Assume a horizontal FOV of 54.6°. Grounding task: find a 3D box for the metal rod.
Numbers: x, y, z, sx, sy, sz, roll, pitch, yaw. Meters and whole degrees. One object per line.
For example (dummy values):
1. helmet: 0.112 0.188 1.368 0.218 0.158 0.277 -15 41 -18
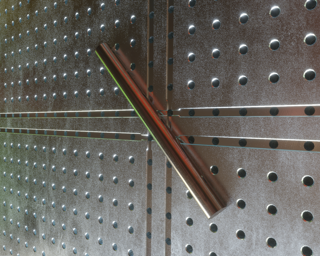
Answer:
1. metal rod: -0.012 -0.012 0.421 0.025 0.025 0.299 -50 61 28
